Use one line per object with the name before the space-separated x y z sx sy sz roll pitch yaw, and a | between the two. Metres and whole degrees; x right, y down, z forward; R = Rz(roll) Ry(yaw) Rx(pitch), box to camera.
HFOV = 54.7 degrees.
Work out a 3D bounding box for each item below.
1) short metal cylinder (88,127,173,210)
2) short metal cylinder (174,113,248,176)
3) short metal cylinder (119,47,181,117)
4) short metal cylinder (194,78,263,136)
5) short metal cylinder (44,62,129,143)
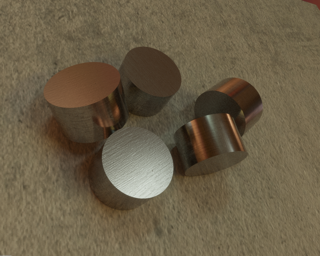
short metal cylinder | -0.033 0.045 0.342 0.081 0.050 0.080 14 57 -23
short metal cylinder | 0.063 0.023 0.390 0.081 0.080 0.050 -2 63 -30
short metal cylinder | -0.019 -0.062 0.417 0.081 0.050 0.080 14 56 -21
short metal cylinder | 0.096 -0.025 0.438 0.050 0.080 0.080 -35 82 -39
short metal cylinder | -0.079 -0.030 0.341 0.080 0.050 0.080 -4 44 4
